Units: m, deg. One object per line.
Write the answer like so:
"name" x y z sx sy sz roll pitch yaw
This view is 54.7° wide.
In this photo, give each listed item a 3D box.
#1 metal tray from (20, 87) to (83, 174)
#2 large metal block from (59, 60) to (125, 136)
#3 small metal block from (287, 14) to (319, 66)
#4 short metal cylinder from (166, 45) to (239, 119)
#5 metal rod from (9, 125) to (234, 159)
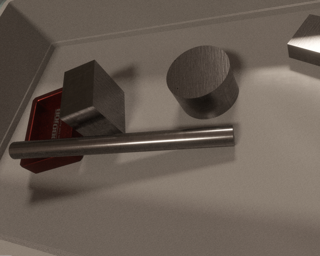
"metal tray" -0.164 -0.001 0.486 0.090 0.030 0.130 -17 55 18
"large metal block" -0.092 -0.034 0.438 0.050 0.080 0.080 -18 55 18
"small metal block" 0.190 -0.104 0.370 0.050 0.025 0.050 31 79 37
"short metal cylinder" 0.055 -0.058 0.395 0.080 0.050 0.080 -13 56 20
"metal rod" -0.060 0.020 0.396 0.301 0.025 0.025 -5 59 16
